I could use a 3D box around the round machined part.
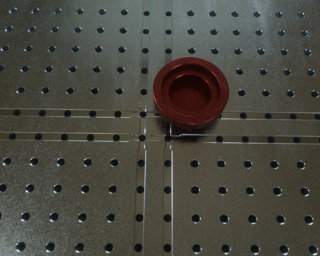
[{"bbox_3d":[0.040,-0.043,0.419,0.099,0.042,0.098,0,70,-1],"label":"round machined part"}]
